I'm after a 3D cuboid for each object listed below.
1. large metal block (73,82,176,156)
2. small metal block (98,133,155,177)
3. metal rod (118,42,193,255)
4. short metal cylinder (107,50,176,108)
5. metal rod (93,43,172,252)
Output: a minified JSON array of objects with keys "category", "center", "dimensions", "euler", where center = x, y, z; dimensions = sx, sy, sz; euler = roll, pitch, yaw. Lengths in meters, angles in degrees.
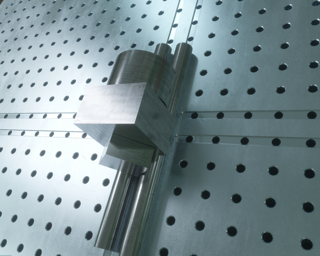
[{"category":"large metal block","center":[-0.038,-0.008,0.365],"dimensions":[0.080,0.080,0.050],"euler":[0,62,28]},{"category":"small metal block","center":[-0.040,0.033,0.362],"dimensions":[0.050,0.050,0.025],"euler":[20,65,-12]},{"category":"metal rod","center":[0.001,0.012,0.400],"dimensions":[0.025,0.025,0.300],"euler":[1,62,28]},{"category":"short metal cylinder","center":[-0.024,-0.052,0.389],"dimensions":[0.080,0.080,0.050],"euler":[1,62,28]},{"category":"metal rod","center":[-0.029,0.008,0.419],"dimensions":[0.025,0.025,0.300],"euler":[1,62,28]}]
